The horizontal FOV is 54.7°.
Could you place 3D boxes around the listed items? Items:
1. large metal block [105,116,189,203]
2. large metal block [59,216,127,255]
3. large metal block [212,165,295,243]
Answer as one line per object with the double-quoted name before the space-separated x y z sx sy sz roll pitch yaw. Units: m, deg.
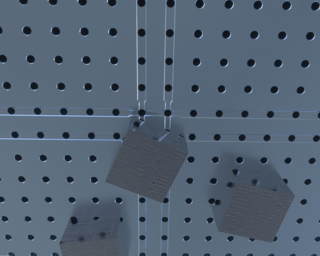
"large metal block" -0.018 0.042 0.415 0.080 0.050 0.079 22 108 -9
"large metal block" -0.096 0.186 0.467 0.080 0.050 0.079 -6 110 2
"large metal block" 0.129 0.107 0.442 0.081 0.050 0.079 14 109 -6
